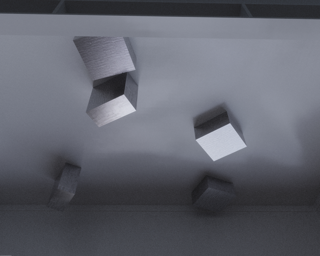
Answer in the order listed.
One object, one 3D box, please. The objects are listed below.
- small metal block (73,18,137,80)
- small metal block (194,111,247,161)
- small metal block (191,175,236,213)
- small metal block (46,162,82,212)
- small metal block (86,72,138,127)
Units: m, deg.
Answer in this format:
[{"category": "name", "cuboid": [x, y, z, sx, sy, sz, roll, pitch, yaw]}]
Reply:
[{"category": "small metal block", "cuboid": [-0.058, -0.085, 0.336, 0.050, 0.025, 0.050, -12, 129, 10]}, {"category": "small metal block", "cuboid": [0.082, 0.012, 0.421, 0.050, 0.025, 0.050, -28, 125, 21]}, {"category": "small metal block", "cuboid": [0.086, 0.107, 0.502, 0.050, 0.025, 0.050, 19, 127, -16]}, {"category": "small metal block", "cuboid": [-0.144, 0.089, 0.466, 0.025, 0.050, 0.050, 24, 126, -20]}, {"category": "small metal block", "cuboid": [-0.055, -0.034, 0.363, 0.050, 0.050, 0.025, -23, 127, 17]}]
